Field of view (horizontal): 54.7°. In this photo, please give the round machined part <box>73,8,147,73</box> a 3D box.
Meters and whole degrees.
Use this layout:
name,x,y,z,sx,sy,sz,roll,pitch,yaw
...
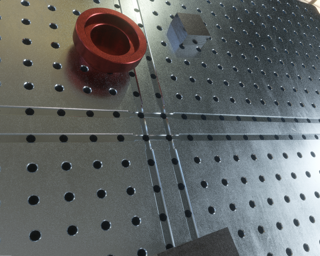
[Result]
name,x,y,z,sx,sy,sz,roll,pitch,yaw
round machined part,-0.071,-0.116,0.431,0.099,0.042,0.098,14,56,-21

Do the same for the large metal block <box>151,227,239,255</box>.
name,x,y,z,sx,sy,sz,roll,pitch,yaw
large metal block,0.023,0.141,0.301,0.081,0.080,0.050,-8,66,-32

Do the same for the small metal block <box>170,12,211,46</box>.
name,x,y,z,sx,sy,sz,roll,pitch,yaw
small metal block,0.054,-0.174,0.545,0.050,0.025,0.050,-8,66,-32
